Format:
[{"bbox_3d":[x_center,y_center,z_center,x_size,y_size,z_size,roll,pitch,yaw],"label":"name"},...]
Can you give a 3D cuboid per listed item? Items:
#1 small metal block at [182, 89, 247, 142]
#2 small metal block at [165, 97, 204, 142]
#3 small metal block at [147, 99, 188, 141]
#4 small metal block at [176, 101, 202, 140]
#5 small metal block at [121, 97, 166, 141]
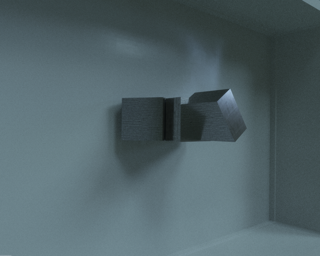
[{"bbox_3d":[0.059,-0.013,0.339,0.025,0.050,0.050,-42,116,-31],"label":"small metal block"},{"bbox_3d":[0.034,-0.009,0.366,0.050,0.025,0.050,1,89,-40],"label":"small metal block"},{"bbox_3d":[0.009,-0.009,0.395,0.025,0.050,0.050,1,89,-40],"label":"small metal block"},{"bbox_3d":[0.038,-0.009,0.417,0.025,0.050,0.050,1,90,-6],"label":"small metal block"},{"bbox_3d":[-0.017,-0.010,0.370,0.025,0.050,0.050,2,89,-74],"label":"small metal block"}]
